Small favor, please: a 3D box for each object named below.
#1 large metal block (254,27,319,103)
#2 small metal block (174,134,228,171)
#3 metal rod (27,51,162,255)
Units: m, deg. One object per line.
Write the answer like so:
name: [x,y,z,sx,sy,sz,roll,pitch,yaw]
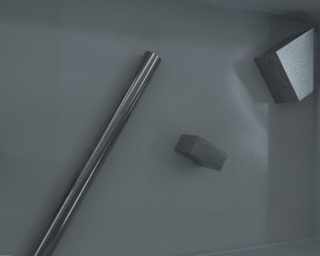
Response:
large metal block: [0.205,-0.094,0.475,0.080,0.050,0.080,-33,101,-17]
small metal block: [0.055,0.033,0.419,0.050,0.050,0.025,32,80,-18]
metal rod: [-0.079,0.036,0.382,0.025,0.025,0.299,32,80,-18]
